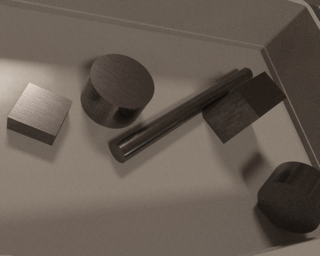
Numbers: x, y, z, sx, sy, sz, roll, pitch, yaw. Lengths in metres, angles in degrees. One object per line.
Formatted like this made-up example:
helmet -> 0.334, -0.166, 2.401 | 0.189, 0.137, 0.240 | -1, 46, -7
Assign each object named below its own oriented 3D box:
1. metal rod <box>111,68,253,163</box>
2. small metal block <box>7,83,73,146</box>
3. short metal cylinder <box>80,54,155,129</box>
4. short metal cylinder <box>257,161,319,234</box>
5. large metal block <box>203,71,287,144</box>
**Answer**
metal rod -> 0.052, -0.032, 0.455 | 0.302, 0.025, 0.025 | -32, 80, -38
small metal block -> -0.133, -0.015, 0.344 | 0.050, 0.025, 0.050 | 24, 53, -14
short metal cylinder -> -0.054, -0.046, 0.390 | 0.081, 0.050, 0.080 | 14, 56, -21
short metal cylinder -> 0.179, 0.092, 0.413 | 0.080, 0.080, 0.050 | 50, 51, 6
large metal block -> 0.125, -0.030, 0.458 | 0.081, 0.080, 0.050 | -30, 79, -38
